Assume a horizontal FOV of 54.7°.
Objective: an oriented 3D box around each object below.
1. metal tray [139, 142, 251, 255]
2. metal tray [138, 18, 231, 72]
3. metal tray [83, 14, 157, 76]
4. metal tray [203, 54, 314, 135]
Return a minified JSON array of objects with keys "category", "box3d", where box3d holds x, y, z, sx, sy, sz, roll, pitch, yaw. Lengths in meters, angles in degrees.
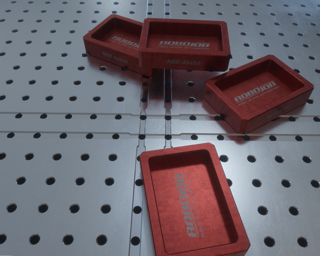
[{"category":"metal tray","box3d":[0.031,0.080,0.336,0.091,0.030,0.130,-8,50,-7]},{"category":"metal tray","box3d":[0.037,-0.129,0.473,0.131,0.030,0.090,3,50,2]},{"category":"metal tray","box3d":[-0.051,-0.144,0.524,0.130,0.030,0.090,23,54,18]},{"category":"metal tray","box3d":[0.142,-0.053,0.450,0.131,0.030,0.090,-24,54,-20]}]
